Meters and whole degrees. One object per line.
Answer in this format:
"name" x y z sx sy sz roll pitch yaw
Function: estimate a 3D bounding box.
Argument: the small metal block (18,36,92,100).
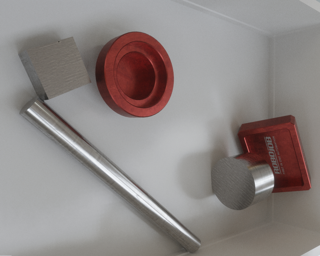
"small metal block" -0.107 -0.061 0.318 0.050 0.025 0.050 -31 110 -36

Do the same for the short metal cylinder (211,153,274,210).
"short metal cylinder" 0.127 0.081 0.480 0.050 0.080 0.079 -7 95 -40

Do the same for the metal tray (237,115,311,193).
"metal tray" 0.196 0.049 0.529 0.129 0.090 0.030 67 30 -18

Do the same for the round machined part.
"round machined part" -0.033 -0.061 0.369 0.099 0.042 0.097 0 90 -40

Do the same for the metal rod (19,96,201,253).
"metal rod" -0.039 0.073 0.375 0.300 0.025 0.025 48 62 -30
